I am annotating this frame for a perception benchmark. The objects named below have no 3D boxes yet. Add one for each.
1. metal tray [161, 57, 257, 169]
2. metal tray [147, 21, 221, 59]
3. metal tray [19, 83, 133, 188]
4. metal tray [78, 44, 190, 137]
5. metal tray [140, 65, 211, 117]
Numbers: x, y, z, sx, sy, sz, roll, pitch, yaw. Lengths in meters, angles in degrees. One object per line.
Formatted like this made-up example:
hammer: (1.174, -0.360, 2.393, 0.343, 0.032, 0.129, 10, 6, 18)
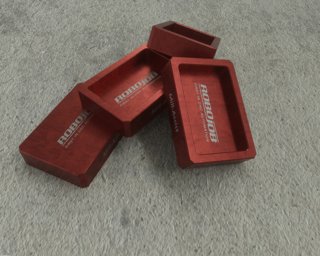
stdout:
metal tray: (0.057, -0.020, 0.375, 0.091, 0.030, 0.129, -3, 72, -24)
metal tray: (0.041, -0.129, 0.466, 0.090, 0.030, 0.130, 21, 25, 4)
metal tray: (-0.099, 0.003, 0.397, 0.090, 0.030, 0.130, 19, 52, 15)
metal tray: (-0.028, -0.055, 0.408, 0.090, 0.030, 0.131, 34, 57, 25)
metal tray: (0.033, -0.070, 0.460, 0.130, 0.030, 0.090, 21, 53, 16)
